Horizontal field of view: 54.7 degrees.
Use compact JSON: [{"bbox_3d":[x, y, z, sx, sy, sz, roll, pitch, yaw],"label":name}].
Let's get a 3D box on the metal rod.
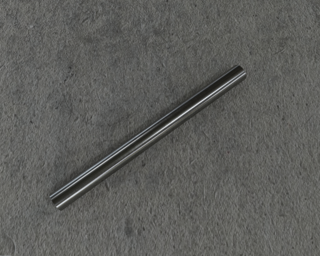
[{"bbox_3d":[-0.006,0.006,0.408,0.301,0.025,0.025,-35,74,-12],"label":"metal rod"}]
